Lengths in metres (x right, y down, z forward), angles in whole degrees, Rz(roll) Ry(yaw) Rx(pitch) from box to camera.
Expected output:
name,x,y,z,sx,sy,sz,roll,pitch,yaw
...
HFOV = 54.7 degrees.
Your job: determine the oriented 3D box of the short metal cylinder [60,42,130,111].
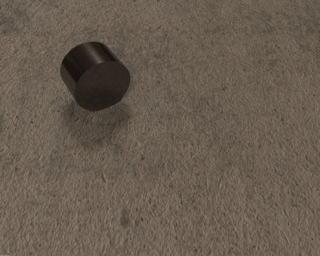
name,x,y,z,sx,sy,sz,roll,pitch,yaw
short metal cylinder,-0.088,-0.070,0.426,0.081,0.080,0.050,-26,55,-20
